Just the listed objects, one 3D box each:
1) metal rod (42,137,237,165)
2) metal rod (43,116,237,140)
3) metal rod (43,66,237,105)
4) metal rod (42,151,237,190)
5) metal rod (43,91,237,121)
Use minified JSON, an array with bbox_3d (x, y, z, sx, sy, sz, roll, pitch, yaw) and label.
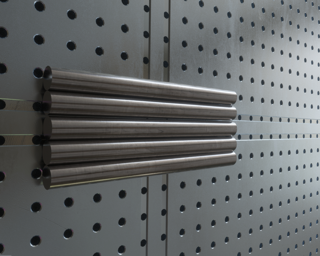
[{"bbox_3d":[0.001,0.026,0.411,0.302,0.025,0.025,0,90,-40],"label":"metal rod"},{"bbox_3d":[0.001,0.001,0.412,0.302,0.025,0.025,0,90,-40],"label":"metal rod"},{"bbox_3d":[0.001,-0.050,0.412,0.302,0.025,0.025,0,90,-40],"label":"metal rod"},{"bbox_3d":[0.000,0.050,0.411,0.302,0.025,0.025,0,90,-40],"label":"metal rod"},{"bbox_3d":[0.001,-0.025,0.412,0.302,0.025,0.025,0,90,-40],"label":"metal rod"}]
